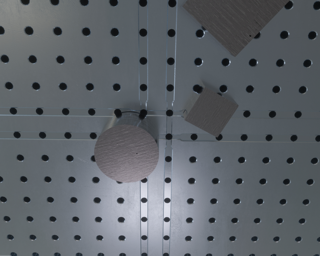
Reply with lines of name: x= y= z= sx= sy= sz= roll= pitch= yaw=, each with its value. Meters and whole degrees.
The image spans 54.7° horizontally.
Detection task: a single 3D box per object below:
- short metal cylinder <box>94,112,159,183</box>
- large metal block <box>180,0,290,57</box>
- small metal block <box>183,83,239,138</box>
short metal cylinder: x=-0.041 y=0.025 z=0.409 sx=0.081 sy=0.050 sz=0.079 roll=0 pitch=110 yaw=0
large metal block: x=0.080 y=-0.140 z=0.349 sx=0.080 sy=0.050 sz=0.080 roll=40 pitch=105 yaw=-14
small metal block: x=0.066 y=-0.023 z=0.405 sx=0.050 sy=0.025 sz=0.050 roll=28 pitch=108 yaw=-10
